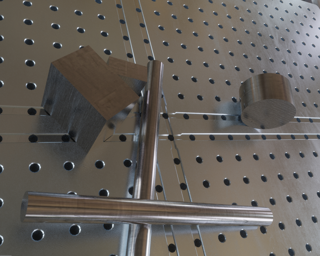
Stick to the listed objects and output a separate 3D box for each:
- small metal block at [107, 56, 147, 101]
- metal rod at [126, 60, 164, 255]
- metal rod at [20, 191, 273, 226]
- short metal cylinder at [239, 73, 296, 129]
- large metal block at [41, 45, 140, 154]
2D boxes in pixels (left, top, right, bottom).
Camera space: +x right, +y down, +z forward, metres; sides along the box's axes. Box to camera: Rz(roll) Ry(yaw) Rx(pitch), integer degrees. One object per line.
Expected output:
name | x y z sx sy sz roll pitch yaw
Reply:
small metal block | -0.049 -0.061 0.403 0.050 0.050 0.025 12 57 -22
metal rod | -0.016 0.033 0.379 0.025 0.025 0.300 17 55 -19
metal rod | 0.015 0.091 0.332 0.302 0.025 0.025 12 56 -32
short metal cylinder | 0.167 -0.041 0.488 0.081 0.080 0.050 17 55 -18
large metal block | -0.081 -0.030 0.347 0.080 0.080 0.050 46 51 3
